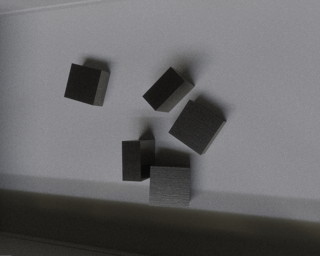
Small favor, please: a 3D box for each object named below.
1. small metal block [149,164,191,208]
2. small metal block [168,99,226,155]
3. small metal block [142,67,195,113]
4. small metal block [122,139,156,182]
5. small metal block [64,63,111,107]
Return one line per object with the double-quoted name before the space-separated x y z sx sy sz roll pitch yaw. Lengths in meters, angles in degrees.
"small metal block" 0.013 0.073 0.399 0.050 0.025 0.050 2 91 4
"small metal block" 0.048 -0.001 0.394 0.050 0.025 0.050 35 101 16
"small metal block" 0.012 -0.047 0.393 0.050 0.050 0.025 -45 76 14
"small metal block" -0.027 0.041 0.407 0.025 0.050 0.050 -1 90 20
"small metal block" -0.105 -0.062 0.448 0.050 0.025 0.050 17 96 19
